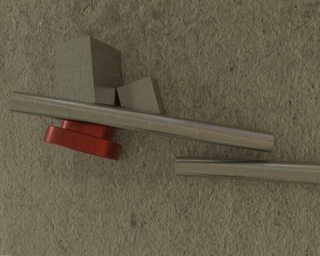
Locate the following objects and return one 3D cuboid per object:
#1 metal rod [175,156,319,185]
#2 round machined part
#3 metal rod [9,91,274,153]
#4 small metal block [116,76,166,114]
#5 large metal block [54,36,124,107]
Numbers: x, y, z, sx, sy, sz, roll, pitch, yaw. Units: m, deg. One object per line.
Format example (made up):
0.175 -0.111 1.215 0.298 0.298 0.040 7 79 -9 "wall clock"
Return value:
0.165 0.051 0.350 0.301 0.025 0.025 1 90 19 "metal rod"
-0.096 0.010 0.404 0.098 0.098 0.042 12 83 19 "round machined part"
-0.020 -0.007 0.361 0.302 0.025 0.025 9 93 -1 "metal rod"
-0.025 -0.036 0.417 0.050 0.025 0.050 -17 85 19 "small metal block"
-0.089 -0.067 0.410 0.050 0.080 0.080 -6 88 20 "large metal block"
